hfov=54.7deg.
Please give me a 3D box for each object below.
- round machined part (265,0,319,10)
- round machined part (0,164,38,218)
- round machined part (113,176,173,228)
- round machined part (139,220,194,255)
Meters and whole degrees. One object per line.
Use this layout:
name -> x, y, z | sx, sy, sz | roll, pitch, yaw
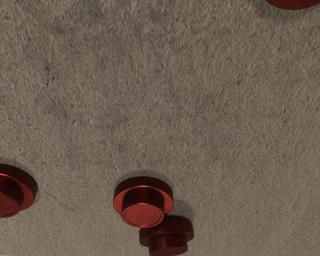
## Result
round machined part -> 0.129, -0.151, 0.269 | 0.099, 0.042, 0.097 | -1, 130, 0
round machined part -> -0.247, 0.103, 0.480 | 0.099, 0.042, 0.097 | -1, 130, 0
round machined part -> -0.027, 0.126, 0.503 | 0.099, 0.042, 0.097 | -1, 130, 0
round machined part -> 0.013, 0.200, 0.551 | 0.099, 0.042, 0.098 | -5, 146, -4
